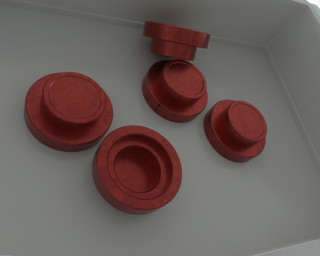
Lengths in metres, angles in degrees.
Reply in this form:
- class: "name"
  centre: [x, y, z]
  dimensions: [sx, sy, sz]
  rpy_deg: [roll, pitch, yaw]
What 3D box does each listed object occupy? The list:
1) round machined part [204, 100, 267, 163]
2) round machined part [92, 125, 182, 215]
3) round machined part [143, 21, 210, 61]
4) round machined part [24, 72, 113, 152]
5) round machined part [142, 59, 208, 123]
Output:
- class: "round machined part"
  centre: [0.118, -0.002, 0.459]
  dimensions: [0.099, 0.042, 0.098]
  rpy_deg: [14, 56, -21]
- class: "round machined part"
  centre: [-0.028, 0.049, 0.349]
  dimensions: [0.099, 0.042, 0.098]
  rpy_deg: [14, 56, -21]
- class: "round machined part"
  centre: [0.022, -0.128, 0.463]
  dimensions: [0.099, 0.042, 0.098]
  rpy_deg: [11, 16, -3]
- class: "round machined part"
  centre: [-0.101, -0.025, 0.356]
  dimensions: [0.099, 0.042, 0.098]
  rpy_deg: [14, 56, -21]
- class: "round machined part"
  centre: [0.027, -0.060, 0.446]
  dimensions: [0.099, 0.042, 0.098]
  rpy_deg: [14, 56, -21]
